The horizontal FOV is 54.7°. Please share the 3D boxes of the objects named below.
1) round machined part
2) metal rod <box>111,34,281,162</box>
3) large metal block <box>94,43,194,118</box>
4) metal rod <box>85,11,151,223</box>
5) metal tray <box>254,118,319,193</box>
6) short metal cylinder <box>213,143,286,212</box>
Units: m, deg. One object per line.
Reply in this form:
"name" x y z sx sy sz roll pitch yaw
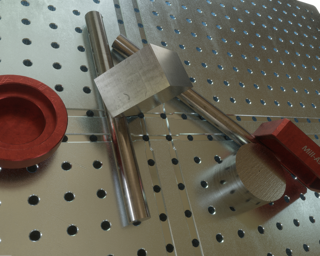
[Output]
"round machined part" -0.149 -0.003 0.319 0.099 0.042 0.098 14 56 -21
"metal rod" 0.056 -0.037 0.463 0.301 0.025 0.025 37 51 -4
"large metal block" -0.017 -0.054 0.375 0.050 0.080 0.080 65 24 5
"metal rod" -0.060 -0.031 0.395 0.025 0.025 0.299 -2 63 -30
"metal tray" 0.204 0.043 0.452 0.130 0.090 0.030 42 85 0
"short metal cylinder" 0.120 0.067 0.418 0.081 0.050 0.080 14 56 -21
